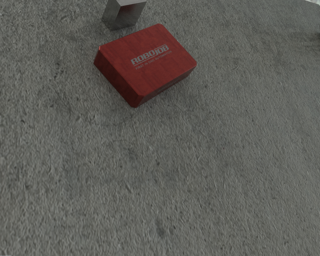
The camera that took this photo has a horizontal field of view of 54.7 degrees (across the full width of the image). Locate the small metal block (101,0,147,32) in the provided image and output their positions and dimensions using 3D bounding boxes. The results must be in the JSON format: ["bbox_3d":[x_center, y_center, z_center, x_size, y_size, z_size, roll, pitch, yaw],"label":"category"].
[{"bbox_3d":[-0.055,-0.177,0.466,0.050,0.050,0.025,-29,78,-37],"label":"small metal block"}]

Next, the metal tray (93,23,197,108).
[{"bbox_3d":[-0.017,-0.095,0.449,0.090,0.030,0.131,49,51,6],"label":"metal tray"}]
